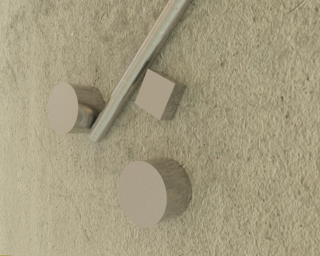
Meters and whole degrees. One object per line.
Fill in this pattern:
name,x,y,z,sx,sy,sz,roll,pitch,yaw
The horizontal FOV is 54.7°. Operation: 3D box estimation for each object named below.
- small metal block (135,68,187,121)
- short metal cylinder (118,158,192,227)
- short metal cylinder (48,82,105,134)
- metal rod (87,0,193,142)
small metal block,0.000,-0.043,0.403,0.050,0.025,0.050,35,111,34
short metal cylinder,-0.007,0.079,0.393,0.080,0.050,0.079,0,90,39
short metal cylinder,-0.134,-0.030,0.497,0.080,0.050,0.079,0,90,39
metal rod,-0.022,-0.094,0.421,0.025,0.025,0.298,51,119,27
